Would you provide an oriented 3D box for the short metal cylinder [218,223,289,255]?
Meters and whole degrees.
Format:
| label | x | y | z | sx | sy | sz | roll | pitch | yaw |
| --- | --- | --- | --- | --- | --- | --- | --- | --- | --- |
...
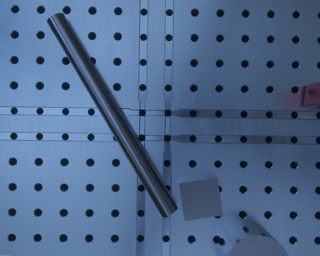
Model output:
| label | x | y | z | sx | sy | sz | roll | pitch | yaw |
| --- | --- | --- | --- | --- | --- | --- | --- | --- | --- |
| short metal cylinder | 0.120 | 0.171 | 0.403 | 0.081 | 0.050 | 0.079 | 0 | 90 | -1 |

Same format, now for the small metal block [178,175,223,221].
| label | x | y | z | sx | sy | sz | roll | pitch | yaw |
| --- | --- | --- | --- | --- | --- | --- | --- | --- | --- |
| small metal block | 0.053 | 0.093 | 0.414 | 0.050 | 0.025 | 0.050 | -9 | 90 | -1 |

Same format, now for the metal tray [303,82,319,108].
| label | x | y | z | sx | sy | sz | roll | pitch | yaw |
| --- | --- | --- | --- | --- | --- | --- | --- | --- | --- |
| metal tray | 0.263 | -0.034 | 0.384 | 0.131 | 0.090 | 0.030 | 9 | 90 | -1 |

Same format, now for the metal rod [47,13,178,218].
| label | x | y | z | sx | sy | sz | roll | pitch | yaw |
| --- | --- | --- | --- | --- | --- | --- | --- | --- | --- |
| metal rod | -0.063 | -0.016 | 0.412 | 0.025 | 0.025 | 0.299 | -31 | 90 | 0 |
